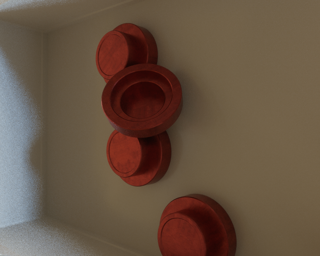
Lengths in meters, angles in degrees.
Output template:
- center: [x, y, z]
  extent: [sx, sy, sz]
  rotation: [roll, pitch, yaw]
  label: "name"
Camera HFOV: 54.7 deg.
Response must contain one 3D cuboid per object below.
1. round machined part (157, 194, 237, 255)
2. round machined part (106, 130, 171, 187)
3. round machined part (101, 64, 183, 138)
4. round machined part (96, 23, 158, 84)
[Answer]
- center: [0.036, 0.130, 0.366]
  extent: [0.098, 0.042, 0.097]
  rotation: [0, 90, 40]
  label: "round machined part"
- center: [-0.036, 0.032, 0.426]
  extent: [0.098, 0.042, 0.097]
  rotation: [0, 90, 40]
  label: "round machined part"
- center: [-0.020, -0.030, 0.391]
  extent: [0.099, 0.042, 0.098]
  rotation: [-3, 61, 6]
  label: "round machined part"
- center: [-0.054, -0.100, 0.440]
  extent: [0.098, 0.042, 0.097]
  rotation: [0, 90, 40]
  label: "round machined part"
